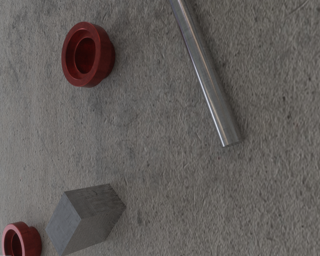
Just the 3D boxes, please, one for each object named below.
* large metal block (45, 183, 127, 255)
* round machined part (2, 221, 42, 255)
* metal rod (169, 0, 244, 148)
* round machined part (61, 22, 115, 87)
[{"bbox_3d":[-0.110,0.134,0.460,0.050,0.081,0.080,45,117,30],"label":"large metal block"},{"bbox_3d":[-0.273,0.236,0.620,0.098,0.042,0.097,0,90,40],"label":"round machined part"},{"bbox_3d":[0.036,-0.120,0.375,0.025,0.025,0.299,-28,73,36],"label":"metal rod"},{"bbox_3d":[-0.108,-0.111,0.483,0.098,0.042,0.097,0,90,40],"label":"round machined part"}]
